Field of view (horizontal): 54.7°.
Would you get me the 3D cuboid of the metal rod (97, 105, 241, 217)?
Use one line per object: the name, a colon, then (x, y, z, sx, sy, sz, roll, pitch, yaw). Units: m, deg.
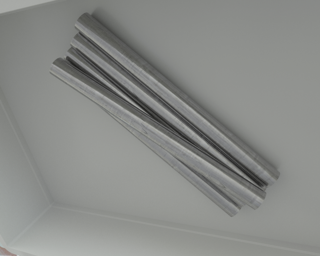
metal rod: (-0.012, 0.015, 0.422, 0.300, 0.025, 0.025, 40, 129, 1)

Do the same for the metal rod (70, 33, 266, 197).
metal rod: (0.011, -0.017, 0.391, 0.300, 0.025, 0.025, 40, 129, 1)

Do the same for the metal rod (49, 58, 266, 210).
metal rod: (-0.007, 0.003, 0.380, 0.301, 0.025, 0.025, 33, 129, 6)

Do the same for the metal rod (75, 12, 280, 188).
metal rod: (0.020, -0.034, 0.375, 0.300, 0.025, 0.025, 40, 129, 1)

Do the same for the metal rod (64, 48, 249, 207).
metal rod: (-0.002, -0.003, 0.407, 0.300, 0.025, 0.025, 40, 129, 1)
